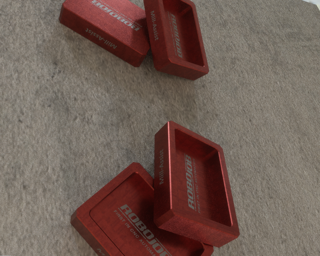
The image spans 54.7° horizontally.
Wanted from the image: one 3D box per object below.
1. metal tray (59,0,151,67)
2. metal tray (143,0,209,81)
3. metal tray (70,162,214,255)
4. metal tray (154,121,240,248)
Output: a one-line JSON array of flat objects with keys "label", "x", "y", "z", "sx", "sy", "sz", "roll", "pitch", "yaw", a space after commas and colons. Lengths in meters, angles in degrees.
[{"label": "metal tray", "x": -0.069, "y": -0.158, "z": 0.461, "sx": 0.131, "sy": 0.030, "sz": 0.090, "roll": 30, "pitch": 52, "yaw": -10}, {"label": "metal tray", "x": 0.025, "y": -0.144, "z": 0.473, "sx": 0.091, "sy": 0.030, "sz": 0.129, "roll": 5, "pitch": 69, "yaw": -44}, {"label": "metal tray", "x": -0.016, "y": 0.111, "z": 0.324, "sx": 0.130, "sy": 0.030, "sz": 0.091, "roll": 47, "pitch": 51, "yaw": 5}, {"label": "metal tray", "x": 0.039, "y": 0.060, "z": 0.358, "sx": 0.090, "sy": 0.030, "sz": 0.130, "roll": 26, "pitch": 38, "yaw": -24}]
